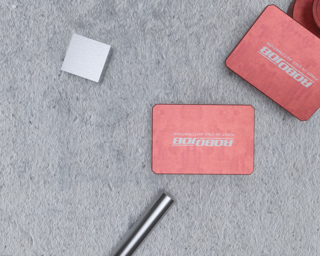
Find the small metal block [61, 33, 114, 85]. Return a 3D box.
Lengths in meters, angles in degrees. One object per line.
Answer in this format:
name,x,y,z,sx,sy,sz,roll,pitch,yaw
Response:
small metal block,-0.095,-0.090,0.409,0.050,0.025,0.050,19,90,-1

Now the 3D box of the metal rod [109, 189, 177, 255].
metal rod,-0.081,0.207,0.409,0.025,0.025,0.300,38,90,-1

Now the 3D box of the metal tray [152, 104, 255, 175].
metal tray,0.055,0.014,0.408,0.131,0.030,0.089,1,90,-1

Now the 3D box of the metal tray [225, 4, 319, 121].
metal tray,0.161,-0.082,0.395,0.130,0.030,0.090,36,109,-1

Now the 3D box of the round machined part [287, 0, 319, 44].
round machined part,0.222,-0.147,0.404,0.099,0.042,0.097,0,90,-1
